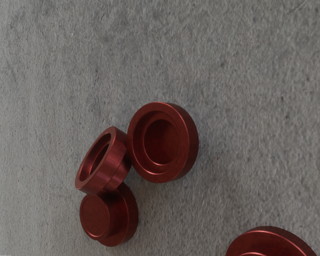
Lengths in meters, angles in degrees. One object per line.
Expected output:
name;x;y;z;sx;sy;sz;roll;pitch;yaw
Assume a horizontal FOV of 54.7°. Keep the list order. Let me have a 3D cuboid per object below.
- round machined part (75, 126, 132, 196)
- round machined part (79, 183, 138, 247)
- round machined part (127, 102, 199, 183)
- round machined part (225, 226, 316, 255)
round machined part;-0.073;0.049;0.431;0.098;0.042;0.098;-44;25;27
round machined part;-0.082;0.127;0.459;0.098;0.042;0.097;0;90;39
round machined part;0.007;0.017;0.386;0.098;0.042;0.097;0;90;39
round machined part;0.107;0.151;0.305;0.098;0.042;0.097;0;90;39
